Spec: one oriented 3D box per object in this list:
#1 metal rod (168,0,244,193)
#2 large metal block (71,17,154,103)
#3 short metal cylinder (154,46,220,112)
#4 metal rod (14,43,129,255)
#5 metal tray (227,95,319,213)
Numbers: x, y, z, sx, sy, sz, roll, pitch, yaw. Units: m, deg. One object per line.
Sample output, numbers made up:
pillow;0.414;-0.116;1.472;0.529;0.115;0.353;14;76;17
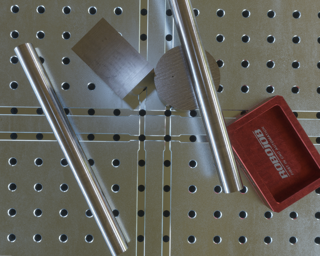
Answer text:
metal rod;0.045;-0.071;0.363;0.025;0.025;0.298;-16;90;0
large metal block;-0.053;-0.078;0.385;0.080;0.080;0.050;45;90;0
short metal cylinder;0.033;-0.062;0.401;0.081;0.050;0.079;0;90;-1
metal rod;-0.117;0.028;0.411;0.025;0.025;0.299;-25;90;0
metal tray;0.152;0.033;0.412;0.090;0.030;0.130;-32;90;-1
